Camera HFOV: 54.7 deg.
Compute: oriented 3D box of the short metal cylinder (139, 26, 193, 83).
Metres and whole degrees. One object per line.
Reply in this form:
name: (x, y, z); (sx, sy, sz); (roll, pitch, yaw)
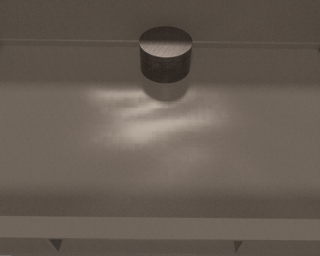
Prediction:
short metal cylinder: (0.009, -0.115, 0.486); (0.081, 0.050, 0.080); (0, 50, 0)
